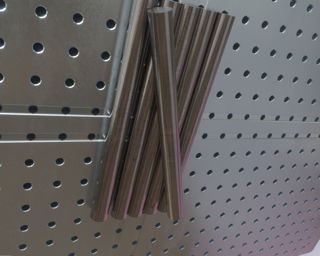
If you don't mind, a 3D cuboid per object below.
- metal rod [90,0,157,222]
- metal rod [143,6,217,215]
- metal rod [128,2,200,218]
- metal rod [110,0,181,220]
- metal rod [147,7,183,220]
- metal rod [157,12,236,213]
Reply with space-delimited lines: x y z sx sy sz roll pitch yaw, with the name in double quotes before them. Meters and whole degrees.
"metal rod" -0.051 -0.007 0.378 0.025 0.025 0.298 1 118 -29
"metal rod" 0.018 -0.006 0.418 0.025 0.025 0.298 1 118 -29
"metal rod" -0.004 -0.005 0.404 0.025 0.025 0.298 1 118 -29
"metal rod" -0.025 -0.005 0.392 0.025 0.025 0.298 1 118 -29
"metal rod" 0.012 0.007 0.388 0.025 0.025 0.298 -18 126 -18
"metal rod" 0.041 -0.005 0.430 0.025 0.025 0.298 1 118 -29
